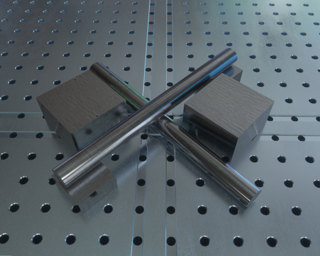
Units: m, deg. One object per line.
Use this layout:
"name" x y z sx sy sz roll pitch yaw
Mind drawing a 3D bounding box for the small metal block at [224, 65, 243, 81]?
"small metal block" 0.089 -0.080 0.476 0.050 0.025 0.050 -37 59 -27

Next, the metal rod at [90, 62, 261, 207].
"metal rod" 0.002 -0.007 0.412 0.025 0.025 0.300 -35 59 -26

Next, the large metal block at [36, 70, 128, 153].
"large metal block" -0.100 -0.021 0.408 0.080 0.050 0.080 -36 59 -26

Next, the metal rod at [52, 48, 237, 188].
"metal rod" 0.000 -0.028 0.398 0.025 0.025 0.302 37 59 27

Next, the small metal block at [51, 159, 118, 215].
"small metal block" -0.086 0.061 0.356 0.050 0.025 0.050 37 59 27

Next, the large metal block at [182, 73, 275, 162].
"large metal block" 0.087 -0.016 0.406 0.080 0.050 0.080 36 58 26
